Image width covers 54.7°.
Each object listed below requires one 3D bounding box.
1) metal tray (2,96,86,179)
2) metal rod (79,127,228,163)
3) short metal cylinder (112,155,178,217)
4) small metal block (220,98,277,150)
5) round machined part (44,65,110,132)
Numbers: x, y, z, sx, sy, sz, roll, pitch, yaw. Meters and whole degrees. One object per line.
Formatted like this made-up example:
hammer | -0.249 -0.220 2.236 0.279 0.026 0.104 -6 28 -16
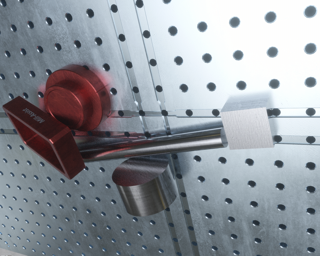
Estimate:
metal tray | -0.176 0.014 0.471 0.130 0.030 0.089 28 144 30
metal rod | -0.048 0.032 0.454 0.300 0.025 0.025 -9 114 32
short metal cylinder | -0.020 0.077 0.432 0.080 0.080 0.050 -3 117 29
small metal block | 0.102 -0.004 0.355 0.050 0.025 0.050 -6 116 30
round machined part | -0.124 -0.037 0.441 0.098 0.042 0.097 13 124 20
